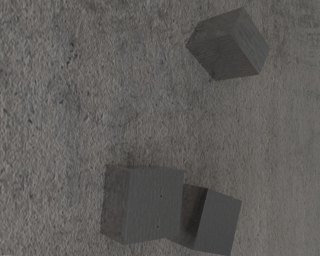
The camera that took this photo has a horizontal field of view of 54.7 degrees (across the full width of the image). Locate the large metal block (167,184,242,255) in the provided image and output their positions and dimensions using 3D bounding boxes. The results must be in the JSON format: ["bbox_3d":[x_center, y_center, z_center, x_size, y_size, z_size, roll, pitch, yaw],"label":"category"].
[{"bbox_3d":[0.066,0.131,0.443,0.080,0.050,0.080,26,74,-37],"label":"large metal block"}]

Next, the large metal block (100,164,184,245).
[{"bbox_3d":[-0.020,0.087,0.371,0.081,0.050,0.080,7,85,-40],"label":"large metal block"}]

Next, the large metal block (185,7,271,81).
[{"bbox_3d":[0.099,-0.118,0.451,0.080,0.080,0.050,41,65,-32],"label":"large metal block"}]
